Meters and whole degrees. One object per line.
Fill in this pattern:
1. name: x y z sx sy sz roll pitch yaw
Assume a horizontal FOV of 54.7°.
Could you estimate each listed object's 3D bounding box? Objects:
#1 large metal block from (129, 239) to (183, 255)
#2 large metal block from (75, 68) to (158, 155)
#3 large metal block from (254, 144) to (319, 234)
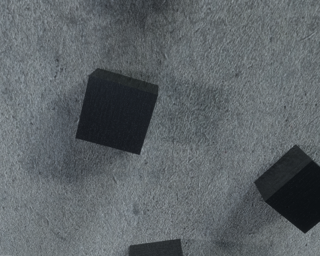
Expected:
1. large metal block: -0.004 0.217 0.460 0.080 0.080 0.050 -9 110 3
2. large metal block: -0.052 -0.022 0.388 0.080 0.050 0.079 16 109 -6
3. large metal block: 0.194 0.084 0.429 0.080 0.050 0.080 39 105 -13
